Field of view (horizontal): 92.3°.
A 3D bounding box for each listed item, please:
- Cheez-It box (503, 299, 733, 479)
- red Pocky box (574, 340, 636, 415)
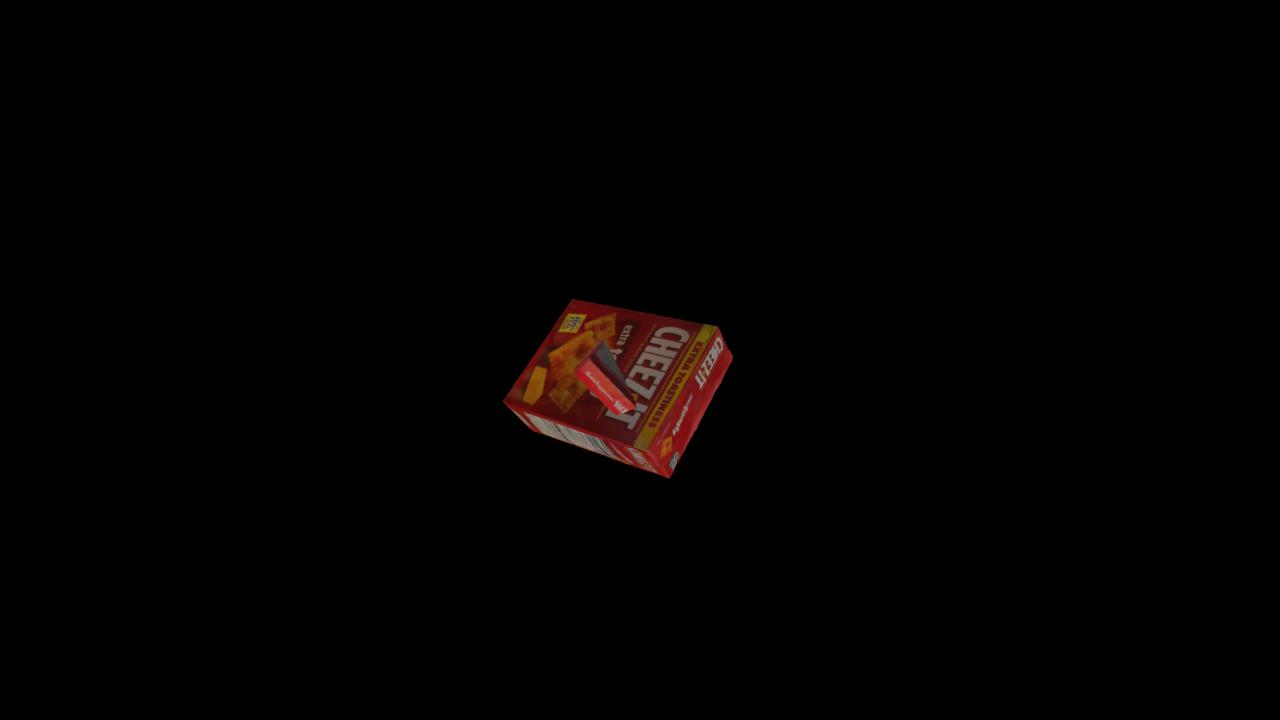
[{"bbox_3d":[-0.028,0.024,0.713,0.223,0.166,0.071,14,-28,36],"label":"Cheez-It box"},{"bbox_3d":[-0.026,0.016,0.705,0.028,0.083,0.155,-41,7,13],"label":"red Pocky box"}]
